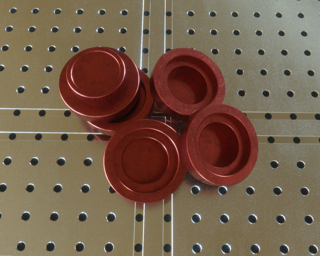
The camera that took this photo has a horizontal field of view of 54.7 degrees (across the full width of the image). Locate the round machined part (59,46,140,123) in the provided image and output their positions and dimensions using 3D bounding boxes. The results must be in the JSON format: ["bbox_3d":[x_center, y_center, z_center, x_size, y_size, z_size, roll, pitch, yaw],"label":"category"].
[{"bbox_3d":[-0.075,-0.059,0.378,0.099,0.042,0.098,0,70,-1],"label":"round machined part"}]

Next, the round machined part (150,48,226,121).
[{"bbox_3d":[0.033,-0.054,0.413,0.099,0.042,0.098,6,70,-16],"label":"round machined part"}]

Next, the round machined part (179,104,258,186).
[{"bbox_3d":[0.068,0.022,0.383,0.099,0.042,0.097,3,80,-21],"label":"round machined part"}]

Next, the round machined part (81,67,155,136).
[{"bbox_3d":[-0.056,-0.035,0.414,0.099,0.042,0.098,0,70,-1],"label":"round machined part"}]

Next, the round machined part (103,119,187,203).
[{"bbox_3d":[-0.019,0.040,0.379,0.099,0.042,0.097,1,84,-10],"label":"round machined part"}]
